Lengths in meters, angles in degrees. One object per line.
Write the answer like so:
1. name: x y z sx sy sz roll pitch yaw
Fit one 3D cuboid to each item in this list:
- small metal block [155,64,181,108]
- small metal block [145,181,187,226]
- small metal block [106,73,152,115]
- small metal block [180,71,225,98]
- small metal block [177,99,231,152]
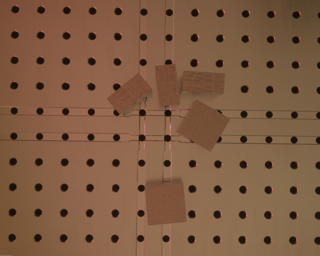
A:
1. small metal block: 0.009 -0.052 0.401 0.025 0.050 0.050 -7 90 0
2. small metal block: 0.007 0.099 0.414 0.050 0.025 0.050 -5 90 -1
3. small metal block: -0.038 -0.042 0.400 0.050 0.050 0.025 -39 90 0
4. small metal block: 0.053 -0.056 0.402 0.050 0.050 0.025 4 90 -1
5. small metal block: 0.057 -0.003 0.414 0.050 0.025 0.050 31 90 -1
